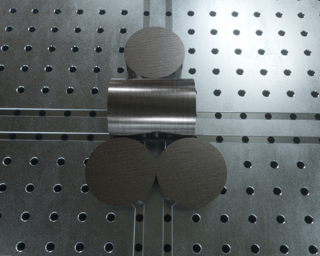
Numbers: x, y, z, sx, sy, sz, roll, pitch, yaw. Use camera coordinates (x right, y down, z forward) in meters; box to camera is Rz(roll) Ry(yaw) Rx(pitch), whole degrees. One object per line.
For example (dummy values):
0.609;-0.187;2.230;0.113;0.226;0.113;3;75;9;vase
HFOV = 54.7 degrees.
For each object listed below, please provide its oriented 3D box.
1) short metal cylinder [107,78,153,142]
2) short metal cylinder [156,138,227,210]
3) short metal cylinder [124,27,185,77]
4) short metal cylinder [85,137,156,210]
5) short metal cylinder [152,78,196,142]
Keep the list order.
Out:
-0.035;-0.023;0.391;0.050;0.080;0.080;0;70;0;short metal cylinder
0.036;0.057;0.376;0.081;0.050;0.080;0;70;0;short metal cylinder
-0.007;-0.093;0.432;0.081;0.050;0.080;0;70;0;short metal cylinder
-0.045;0.057;0.376;0.081;0.050;0.080;0;70;0;short metal cylinder
0.016;-0.022;0.392;0.050;0.080;0.080;0;70;0;short metal cylinder
